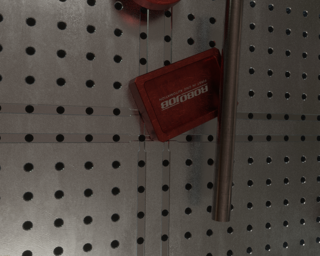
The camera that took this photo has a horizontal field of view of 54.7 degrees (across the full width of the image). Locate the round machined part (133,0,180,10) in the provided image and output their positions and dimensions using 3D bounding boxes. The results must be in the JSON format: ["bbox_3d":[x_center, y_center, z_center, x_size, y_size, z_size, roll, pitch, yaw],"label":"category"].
[{"bbox_3d":[-0.009,-0.201,0.401,0.099,0.042,0.097,0,90,-21],"label":"round machined part"}]

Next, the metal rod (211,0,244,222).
[{"bbox_3d":[0.091,-0.027,0.415,0.025,0.025,0.298,4,89,-20],"label":"metal rod"}]

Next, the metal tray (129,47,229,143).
[{"bbox_3d":[0.035,-0.046,0.423,0.131,0.030,0.090,-25,99,-19],"label":"metal tray"}]
